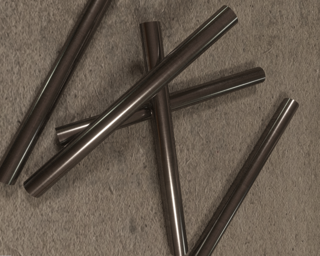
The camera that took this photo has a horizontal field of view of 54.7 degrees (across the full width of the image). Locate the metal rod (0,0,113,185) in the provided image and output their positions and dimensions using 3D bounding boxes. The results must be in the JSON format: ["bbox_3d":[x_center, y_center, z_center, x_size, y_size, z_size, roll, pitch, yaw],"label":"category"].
[{"bbox_3d":[-0.112,-0.075,0.367,0.025,0.025,0.299,28,81,-18],"label":"metal rod"}]

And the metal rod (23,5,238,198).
[{"bbox_3d":[-0.034,-0.028,0.351,0.300,0.025,0.025,-41,104,2],"label":"metal rod"}]

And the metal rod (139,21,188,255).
[{"bbox_3d":[0.007,0.022,0.391,0.025,0.025,0.298,-12,102,-20],"label":"metal rod"}]

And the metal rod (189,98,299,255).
[{"bbox_3d":[0.123,0.081,0.456,0.025,0.025,0.300,38,78,-16],"label":"metal rod"}]

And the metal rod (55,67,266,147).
[{"bbox_3d":[0.015,-0.034,0.415,0.302,0.025,0.025,-19,97,-20],"label":"metal rod"}]
